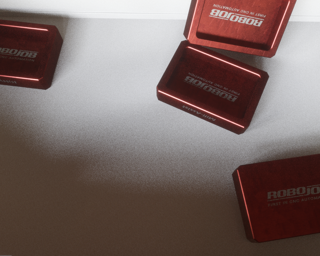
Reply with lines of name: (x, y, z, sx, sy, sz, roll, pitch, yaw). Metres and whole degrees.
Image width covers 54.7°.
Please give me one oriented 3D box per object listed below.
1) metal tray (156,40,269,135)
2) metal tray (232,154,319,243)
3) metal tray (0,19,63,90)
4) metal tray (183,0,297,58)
metal tray: (0.072, -0.058, 0.428, 0.130, 0.030, 0.090, 24, 72, 8)
metal tray: (0.164, 0.084, 0.379, 0.131, 0.030, 0.090, -8, 70, -4)
metal tray: (-0.216, -0.108, 0.443, 0.131, 0.030, 0.090, 7, 70, 2)
metal tray: (0.106, -0.151, 0.417, 0.131, 0.089, 0.030, 6, 29, -13)
